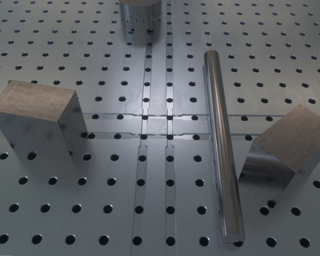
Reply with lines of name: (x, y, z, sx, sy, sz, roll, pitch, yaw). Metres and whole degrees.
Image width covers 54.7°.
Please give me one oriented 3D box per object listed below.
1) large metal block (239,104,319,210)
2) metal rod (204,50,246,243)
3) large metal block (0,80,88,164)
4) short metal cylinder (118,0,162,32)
large metal block: (0.141, 0.033, 0.346, 0.080, 0.080, 0.050, -32, 57, -24)
metal rod: (0.079, -0.003, 0.410, 0.025, 0.025, 0.300, 2, 50, 1)
large metal block: (-0.142, -0.006, 0.376, 0.080, 0.080, 0.050, 10, 51, 8)
short metal cylinder: (-0.036, -0.224, 0.580, 0.081, 0.050, 0.080, 0, 50, 0)
